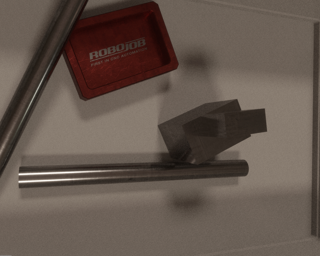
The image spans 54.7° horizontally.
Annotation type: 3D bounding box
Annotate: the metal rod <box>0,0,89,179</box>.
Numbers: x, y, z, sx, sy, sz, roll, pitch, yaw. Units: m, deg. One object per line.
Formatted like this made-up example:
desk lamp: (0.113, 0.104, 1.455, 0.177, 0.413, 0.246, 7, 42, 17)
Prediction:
metal rod: (-0.141, -0.041, 0.336, 0.025, 0.025, 0.299, 26, 89, -19)

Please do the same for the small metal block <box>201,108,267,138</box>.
small metal block: (0.081, -0.006, 0.343, 0.050, 0.050, 0.025, -7, 93, -20)

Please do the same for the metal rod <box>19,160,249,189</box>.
metal rod: (-0.018, 0.058, 0.404, 0.303, 0.025, 0.025, 1, 90, -21)

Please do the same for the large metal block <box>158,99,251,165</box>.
large metal block: (0.055, 0.003, 0.403, 0.081, 0.080, 0.050, -25, 99, -19)

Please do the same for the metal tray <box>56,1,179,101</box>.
metal tray: (-0.051, -0.097, 0.389, 0.131, 0.030, 0.090, -22, 98, -19)
